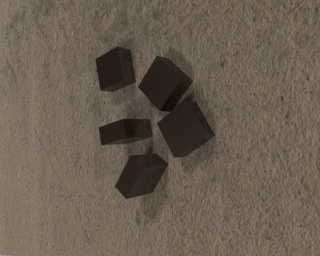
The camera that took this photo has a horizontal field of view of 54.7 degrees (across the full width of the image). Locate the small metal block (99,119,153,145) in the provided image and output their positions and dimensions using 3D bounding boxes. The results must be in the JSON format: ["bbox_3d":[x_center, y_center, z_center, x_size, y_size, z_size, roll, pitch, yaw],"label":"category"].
[{"bbox_3d":[-0.047,0.006,0.425,0.050,0.050,0.025,-17,80,38],"label":"small metal block"}]

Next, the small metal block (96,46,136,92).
[{"bbox_3d":[-0.066,-0.085,0.457,0.050,0.025,0.050,-16,80,38],"label":"small metal block"}]

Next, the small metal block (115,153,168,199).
[{"bbox_3d":[-0.024,0.062,0.406,0.025,0.050,0.050,41,115,32],"label":"small metal block"}]

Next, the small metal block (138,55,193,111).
[{"bbox_3d":[0.006,-0.056,0.398,0.050,0.025,0.050,49,119,28],"label":"small metal block"}]

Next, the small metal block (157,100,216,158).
[{"bbox_3d":[0.031,0.002,0.378,0.050,0.025,0.050,-40,66,32],"label":"small metal block"}]
